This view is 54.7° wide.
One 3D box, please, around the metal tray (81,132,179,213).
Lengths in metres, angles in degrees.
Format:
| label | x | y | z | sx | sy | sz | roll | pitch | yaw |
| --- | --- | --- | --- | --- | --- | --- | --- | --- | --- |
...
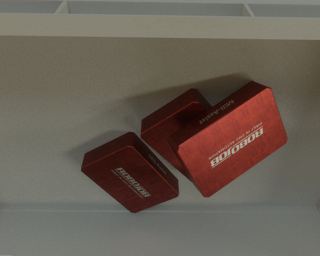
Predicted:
| label | x | y | z | sx | sy | sz | roll | pitch | yaw |
| --- | --- | --- | --- | --- | --- | --- | --- | --- | --- |
| metal tray | -0.041 | 0.072 | 0.466 | 0.090 | 0.030 | 0.130 | -26 | 126 | 20 |

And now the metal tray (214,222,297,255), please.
| label | x | y | z | sx | sy | sz | roll | pitch | yaw |
| --- | --- | --- | --- | --- | --- | --- | --- | --- | --- |
| metal tray | 0.185 | 0.232 | 0.608 | 0.131 | 0.030 | 0.089 | 14 | 129 | -12 |

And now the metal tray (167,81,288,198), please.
| label | x | y | z | sx | sy | sz | roll | pitch | yaw |
| --- | --- | --- | --- | --- | --- | --- | --- | --- | --- |
| metal tray | 0.086 | 0.015 | 0.378 | 0.130 | 0.030 | 0.090 | -34 | 120 | -5 |

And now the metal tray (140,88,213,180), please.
| label | x | y | z | sx | sy | sz | roll | pitch | yaw |
| --- | --- | --- | --- | --- | --- | --- | --- | --- | --- |
| metal tray | 0.048 | 0.017 | 0.421 | 0.090 | 0.030 | 0.130 | -31 | 124 | 24 |
